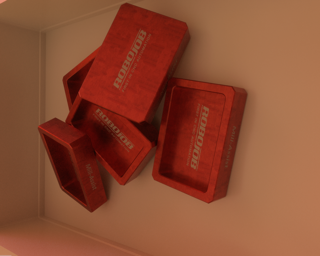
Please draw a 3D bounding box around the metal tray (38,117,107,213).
[{"bbox_3d":[-0.131,0.056,0.468,0.090,0.030,0.129,22,133,37],"label":"metal tray"}]

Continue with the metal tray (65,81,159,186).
[{"bbox_3d":[-0.066,0.003,0.426,0.130,0.030,0.089,45,124,14],"label":"metal tray"}]

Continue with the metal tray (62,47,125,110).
[{"bbox_3d":[-0.095,-0.064,0.477,0.130,0.030,0.090,-26,74,36],"label":"metal tray"}]

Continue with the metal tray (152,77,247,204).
[{"bbox_3d":[0.043,0.011,0.364,0.090,0.030,0.129,16,100,38],"label":"metal tray"}]

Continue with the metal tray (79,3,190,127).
[{"bbox_3d":[-0.030,-0.078,0.379,0.090,0.030,0.130,24,86,14],"label":"metal tray"}]
